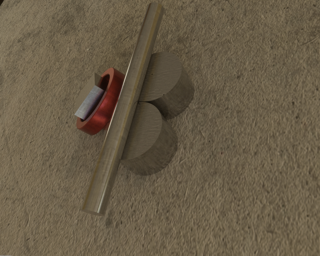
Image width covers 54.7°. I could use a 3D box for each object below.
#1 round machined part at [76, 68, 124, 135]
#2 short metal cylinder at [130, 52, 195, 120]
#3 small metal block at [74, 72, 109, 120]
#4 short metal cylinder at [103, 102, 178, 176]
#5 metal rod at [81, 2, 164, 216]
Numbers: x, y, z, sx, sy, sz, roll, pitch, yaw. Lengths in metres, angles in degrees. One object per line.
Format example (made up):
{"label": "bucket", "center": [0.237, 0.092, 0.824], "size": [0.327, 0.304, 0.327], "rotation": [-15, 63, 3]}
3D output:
{"label": "round machined part", "center": [-0.074, -0.032, 0.437], "size": [0.098, 0.042, 0.098], "rotation": [-42, 31, 33]}
{"label": "short metal cylinder", "center": [0.001, -0.057, 0.424], "size": [0.080, 0.050, 0.080], "rotation": [-13, 56, 21]}
{"label": "small metal block", "center": [-0.093, -0.042, 0.428], "size": [0.050, 0.025, 0.050], "rotation": [-51, 27, 16]}
{"label": "short metal cylinder", "center": [-0.024, 0.014, 0.393], "size": [0.080, 0.050, 0.080], "rotation": [-13, 55, 20]}
{"label": "metal rod", "center": [-0.038, -0.043, 0.388], "size": [0.025, 0.025, 0.300], "rotation": [-1, 61, 28]}
